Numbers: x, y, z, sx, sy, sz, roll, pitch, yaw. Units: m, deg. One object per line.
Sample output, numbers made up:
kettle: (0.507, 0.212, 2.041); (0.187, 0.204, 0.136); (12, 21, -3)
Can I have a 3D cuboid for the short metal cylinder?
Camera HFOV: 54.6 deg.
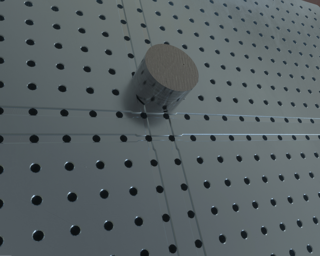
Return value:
short metal cylinder: (0.007, -0.071, 0.439); (0.081, 0.050, 0.080); (13, 56, -21)
